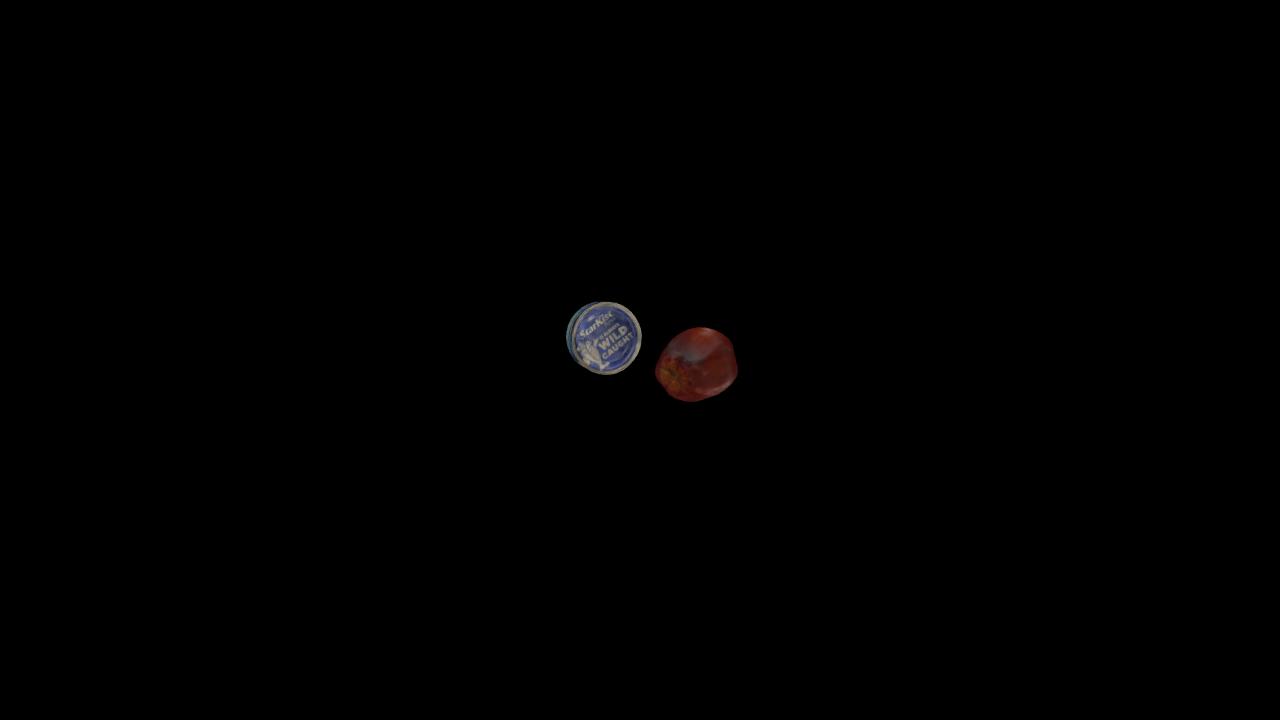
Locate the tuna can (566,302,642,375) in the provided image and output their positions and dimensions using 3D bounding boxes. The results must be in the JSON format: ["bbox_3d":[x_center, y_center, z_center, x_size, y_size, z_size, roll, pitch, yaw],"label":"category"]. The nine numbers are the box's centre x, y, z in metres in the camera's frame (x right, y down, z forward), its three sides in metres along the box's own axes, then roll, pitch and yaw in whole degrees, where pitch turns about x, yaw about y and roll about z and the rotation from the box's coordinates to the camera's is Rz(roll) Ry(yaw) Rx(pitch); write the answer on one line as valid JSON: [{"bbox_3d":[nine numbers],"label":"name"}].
[{"bbox_3d":[-0.043,-0.027,0.716,0.084,0.084,0.034,0,7,-22],"label":"tuna can"}]

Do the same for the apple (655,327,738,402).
[{"bbox_3d":[0.057,0.005,0.634,0.079,0.079,0.093,0,15,38],"label":"apple"}]
